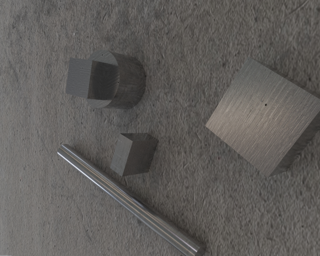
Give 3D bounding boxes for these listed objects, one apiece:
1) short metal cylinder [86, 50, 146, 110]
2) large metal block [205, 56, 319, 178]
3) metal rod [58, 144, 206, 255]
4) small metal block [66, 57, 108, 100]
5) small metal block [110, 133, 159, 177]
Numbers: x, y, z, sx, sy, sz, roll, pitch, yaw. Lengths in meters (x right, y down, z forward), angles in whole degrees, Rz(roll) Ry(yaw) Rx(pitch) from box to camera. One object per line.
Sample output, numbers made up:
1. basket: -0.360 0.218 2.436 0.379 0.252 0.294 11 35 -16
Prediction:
1. short metal cylinder: -0.067 -0.067 0.444 0.080 0.050 0.080 0 90 40
2. large metal block: 0.105 -0.011 0.302 0.080 0.050 0.080 43 116 31
3. metal rod: -0.061 0.094 0.455 0.300 0.025 0.025 27 107 36
4. small metal block: -0.101 -0.067 0.423 0.050 0.025 0.050 16 100 39
5. small metal block: -0.034 0.035 0.417 0.025 0.050 0.050 29 108 36
